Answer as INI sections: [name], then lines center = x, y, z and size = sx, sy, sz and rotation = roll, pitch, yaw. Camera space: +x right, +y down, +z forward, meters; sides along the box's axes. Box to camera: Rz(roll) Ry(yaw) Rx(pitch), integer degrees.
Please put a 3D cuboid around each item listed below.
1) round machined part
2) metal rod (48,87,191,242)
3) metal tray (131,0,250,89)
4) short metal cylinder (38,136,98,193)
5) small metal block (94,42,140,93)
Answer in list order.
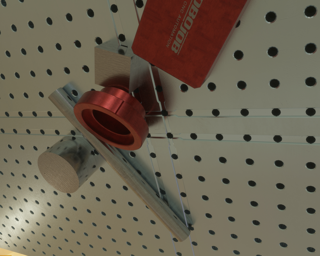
[round machined part]
center = -0.058, -0.016, 0.404
size = 0.098, 0.042, 0.098
rotation = 21, 152, 12
[metal rod]
center = -0.058, 0.060, 0.477
size = 0.300, 0.025, 0.025
rotation = 49, 128, -7
[metal tray]
center = 0.032, -0.116, 0.318
size = 0.090, 0.030, 0.129
rotation = 31, 128, 7
[short metal cylinder]
center = -0.151, 0.060, 0.509
size = 0.080, 0.050, 0.079
rotation = 13, 124, 20
[small metal block]
center = -0.054, -0.076, 0.391
size = 0.050, 0.025, 0.050
rotation = 19, 126, 16
